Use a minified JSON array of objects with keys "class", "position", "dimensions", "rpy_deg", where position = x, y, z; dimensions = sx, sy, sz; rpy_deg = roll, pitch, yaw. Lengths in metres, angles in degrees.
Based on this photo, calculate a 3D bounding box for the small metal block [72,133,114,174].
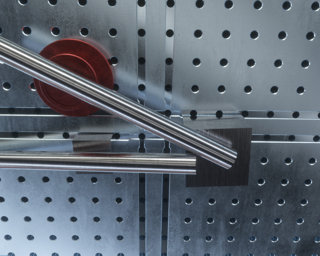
[{"class":"small metal block","position":[-0.090,0.035,0.426],"dimensions":[0.050,0.025,0.050],"rpy_deg":[0,110,-1]}]

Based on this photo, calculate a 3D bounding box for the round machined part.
[{"class":"round machined part","position":[-0.107,-0.059,0.381],"dimensions":[0.099,0.042,0.097],"rpy_deg":[0,110,-1]}]

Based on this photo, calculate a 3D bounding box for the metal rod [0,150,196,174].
[{"class":"metal rod","position":[-0.105,0.043,0.398],"dimensions":[0.301,0.025,0.025],"rpy_deg":[0,111,10]}]

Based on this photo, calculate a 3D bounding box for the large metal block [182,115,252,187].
[{"class":"large metal block","position":[0.072,0.029,0.409],"dimensions":[0.081,0.050,0.079],"rpy_deg":[-2,110,0]}]

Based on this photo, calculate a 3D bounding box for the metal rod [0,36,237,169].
[{"class":"metal rod","position":[-0.050,-0.027,0.351],"dimensions":[0.301,0.025,0.025],"rpy_deg":[26,108,-7]}]
